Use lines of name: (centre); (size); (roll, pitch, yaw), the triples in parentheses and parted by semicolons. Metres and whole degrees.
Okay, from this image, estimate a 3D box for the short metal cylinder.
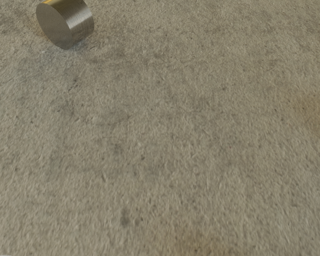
short metal cylinder: (-0.157, -0.179, 0.516); (0.080, 0.080, 0.050); (28, 55, 21)
